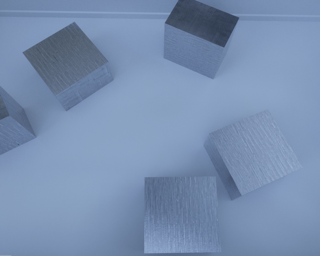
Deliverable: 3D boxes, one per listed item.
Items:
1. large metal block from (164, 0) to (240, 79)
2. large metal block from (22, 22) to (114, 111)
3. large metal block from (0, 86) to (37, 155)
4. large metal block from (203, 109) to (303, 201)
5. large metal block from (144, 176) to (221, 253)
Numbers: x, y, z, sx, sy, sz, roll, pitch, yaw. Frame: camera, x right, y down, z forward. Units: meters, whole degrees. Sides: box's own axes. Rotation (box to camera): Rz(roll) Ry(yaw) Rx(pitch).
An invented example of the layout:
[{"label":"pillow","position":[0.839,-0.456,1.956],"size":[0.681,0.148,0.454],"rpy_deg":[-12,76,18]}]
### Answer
[{"label":"large metal block","position":[0.053,-0.122,0.426],"size":[0.080,0.080,0.050],"rpy_deg":[25,72,8]},{"label":"large metal block","position":[-0.123,-0.084,0.426],"size":[0.080,0.050,0.080],"rpy_deg":[-37,74,-13]},{"label":"large metal block","position":[-0.213,-0.003,0.379],"size":[0.080,0.080,0.050],"rpy_deg":[-27,73,-10]},{"label":"large metal block","position":[0.111,0.034,0.385],"size":[0.080,0.050,0.080],"rpy_deg":[-22,72,-8]},{"label":"large metal block","position":[0.023,0.101,0.360],"size":[0.081,0.050,0.080],"rpy_deg":[-1,70,-1]}]
